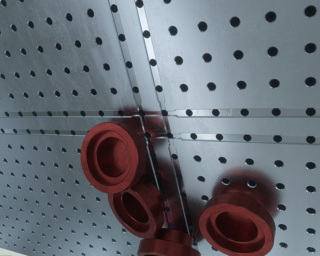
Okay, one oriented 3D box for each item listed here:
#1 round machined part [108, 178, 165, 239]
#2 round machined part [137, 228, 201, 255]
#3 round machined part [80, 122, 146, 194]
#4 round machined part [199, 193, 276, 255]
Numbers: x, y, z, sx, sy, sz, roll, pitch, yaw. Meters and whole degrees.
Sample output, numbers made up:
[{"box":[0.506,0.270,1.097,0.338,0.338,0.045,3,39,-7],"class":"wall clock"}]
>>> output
[{"box":[-0.031,0.117,0.478,0.098,0.042,0.097,22,127,32],"class":"round machined part"},{"box":[0.017,0.190,0.491,0.099,0.042,0.098,10,148,7],"class":"round machined part"},{"box":[-0.061,0.040,0.439,0.098,0.042,0.097,0,91,28],"class":"round machined part"},{"box":[0.106,0.128,0.423,0.098,0.042,0.097,13,124,20],"class":"round machined part"}]
